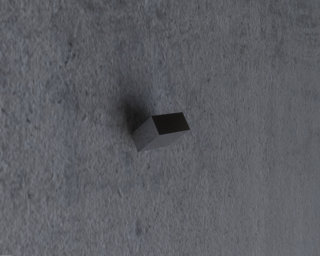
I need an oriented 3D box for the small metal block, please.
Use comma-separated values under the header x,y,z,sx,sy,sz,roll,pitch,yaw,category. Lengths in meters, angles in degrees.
x,y,z,sx,sy,sz,roll,pitch,yaw,category
0.000,0.005,0.387,0.050,0.050,0.025,-9,69,-40,small metal block
